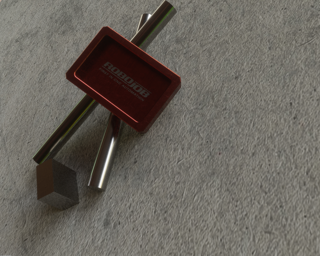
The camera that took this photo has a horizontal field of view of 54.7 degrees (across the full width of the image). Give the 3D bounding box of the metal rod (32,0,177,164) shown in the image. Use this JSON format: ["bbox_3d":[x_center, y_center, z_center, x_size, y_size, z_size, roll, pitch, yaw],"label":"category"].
[{"bbox_3d":[-0.083,-0.063,0.457,0.300,0.025,0.025,-49,51,4],"label":"metal rod"}]

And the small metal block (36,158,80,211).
[{"bbox_3d":[-0.135,0.075,0.411,0.025,0.050,0.050,-28,53,11],"label":"small metal block"}]

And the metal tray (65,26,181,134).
[{"bbox_3d":[-0.048,-0.064,0.418,0.130,0.030,0.090,36,86,7],"label":"metal tray"}]

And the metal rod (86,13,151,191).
[{"bbox_3d":[-0.052,-0.054,0.462,0.025,0.025,0.300,-1,61,27],"label":"metal rod"}]
